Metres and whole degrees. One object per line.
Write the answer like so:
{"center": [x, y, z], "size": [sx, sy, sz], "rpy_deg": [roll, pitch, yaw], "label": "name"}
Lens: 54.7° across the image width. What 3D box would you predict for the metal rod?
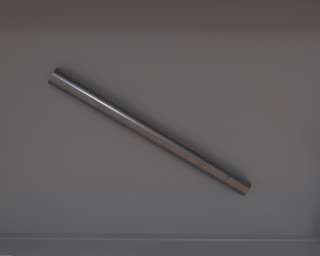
{"center": [-0.005, 0.010, 0.413], "size": [0.301, 0.025, 0.025], "rpy_deg": [31, 107, -11], "label": "metal rod"}
